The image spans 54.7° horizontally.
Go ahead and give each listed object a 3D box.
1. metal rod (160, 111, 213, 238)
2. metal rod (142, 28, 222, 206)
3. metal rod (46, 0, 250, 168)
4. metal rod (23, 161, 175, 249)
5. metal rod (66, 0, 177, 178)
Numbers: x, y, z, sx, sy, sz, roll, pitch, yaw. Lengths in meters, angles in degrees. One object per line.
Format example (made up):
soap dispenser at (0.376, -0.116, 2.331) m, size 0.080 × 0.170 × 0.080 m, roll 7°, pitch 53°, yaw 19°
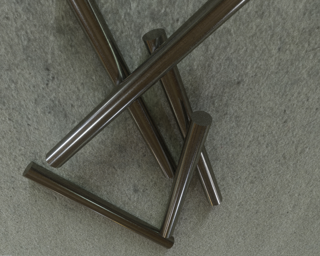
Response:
metal rod at (0.030, 0.090, 0.462) m, size 0.025 × 0.025 × 0.298 m, roll 5°, pitch 137°, yaw -5°
metal rod at (0.042, 0.009, 0.415) m, size 0.025 × 0.025 × 0.299 m, roll -15°, pitch 129°, yaw 12°
metal rod at (-0.033, -0.040, 0.338) m, size 0.025 × 0.025 × 0.299 m, roll 37°, pitch 121°, yaw -27°
metal rod at (-0.088, 0.140, 0.524) m, size 0.301 × 0.025 × 0.025 m, roll 37°, pitch 121°, yaw -28°
metal rod at (-0.036, -0.041, 0.371) m, size 0.025 × 0.025 × 0.299 m, roll -16°, pitch 129°, yaw 13°
